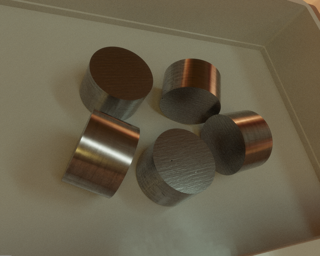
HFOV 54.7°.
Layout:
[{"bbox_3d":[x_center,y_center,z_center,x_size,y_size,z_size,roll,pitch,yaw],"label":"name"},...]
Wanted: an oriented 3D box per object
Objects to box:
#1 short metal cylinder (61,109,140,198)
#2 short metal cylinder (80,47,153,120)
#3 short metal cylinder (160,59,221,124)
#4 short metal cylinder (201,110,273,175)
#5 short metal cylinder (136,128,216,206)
[{"bbox_3d":[-0.061,0.026,0.320,0.050,0.080,0.080,24,53,-14],"label":"short metal cylinder"},{"bbox_3d":[-0.056,-0.055,0.392,0.081,0.050,0.080,14,56,-21],"label":"short metal cylinder"},{"bbox_3d":[0.043,-0.048,0.424,0.080,0.080,0.050,20,54,-17],"label":"short metal cylinder"},{"bbox_3d":[0.100,0.018,0.413,0.050,0.080,0.080,-9,67,-33],"label":"short metal cylinder"},{"bbox_3d":[0.018,0.047,0.370,0.081,0.050,0.080,14,56,-21],"label":"short metal cylinder"}]
